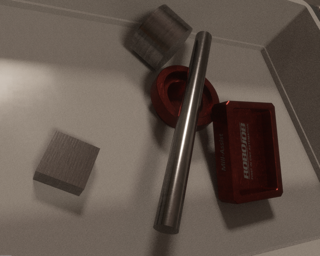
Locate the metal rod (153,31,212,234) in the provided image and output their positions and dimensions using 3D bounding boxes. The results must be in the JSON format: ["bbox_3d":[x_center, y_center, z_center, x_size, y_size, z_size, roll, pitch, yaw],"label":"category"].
[{"bbox_3d":[0.036,-0.020,0.385,0.025,0.025,0.300,25,53,-14],"label":"metal rod"}]

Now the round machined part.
[{"bbox_3d":[0.031,-0.037,0.436,0.099,0.042,0.098,14,56,-21],"label":"round machined part"}]

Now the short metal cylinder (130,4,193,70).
[{"bbox_3d":[0.002,-0.131,0.453,0.050,0.080,0.080,42,51,0],"label":"short metal cylinder"}]

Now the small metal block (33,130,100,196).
[{"bbox_3d":[-0.099,0.038,0.330,0.050,0.025,0.050,25,53,-14],"label":"small metal block"}]

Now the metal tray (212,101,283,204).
[{"bbox_3d":[0.119,0.031,0.418,0.091,0.030,0.129,0,83,-31],"label":"metal tray"}]
